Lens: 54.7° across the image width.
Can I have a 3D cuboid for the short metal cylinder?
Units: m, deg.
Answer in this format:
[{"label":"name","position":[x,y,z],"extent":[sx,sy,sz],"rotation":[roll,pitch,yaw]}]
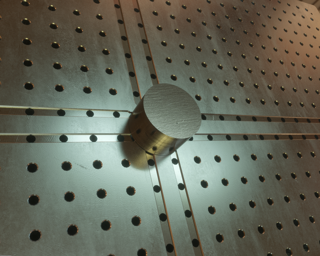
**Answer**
[{"label":"short metal cylinder","position":[0.006,-0.011,0.403],"extent":[0.081,0.050,0.080],"rotation":[14,56,-21]}]
